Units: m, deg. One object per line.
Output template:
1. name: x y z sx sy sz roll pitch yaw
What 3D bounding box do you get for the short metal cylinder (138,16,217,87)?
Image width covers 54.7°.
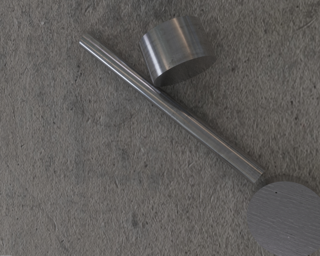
1. short metal cylinder: 0.021 -0.090 0.372 0.080 0.080 0.050 -23 83 18

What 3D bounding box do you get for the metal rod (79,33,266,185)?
1. metal rod: 0.006 -0.034 0.406 0.300 0.025 0.025 39 103 15

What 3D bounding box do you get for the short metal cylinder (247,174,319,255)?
1. short metal cylinder: 0.141 0.095 0.346 0.080 0.050 0.080 0 90 20
